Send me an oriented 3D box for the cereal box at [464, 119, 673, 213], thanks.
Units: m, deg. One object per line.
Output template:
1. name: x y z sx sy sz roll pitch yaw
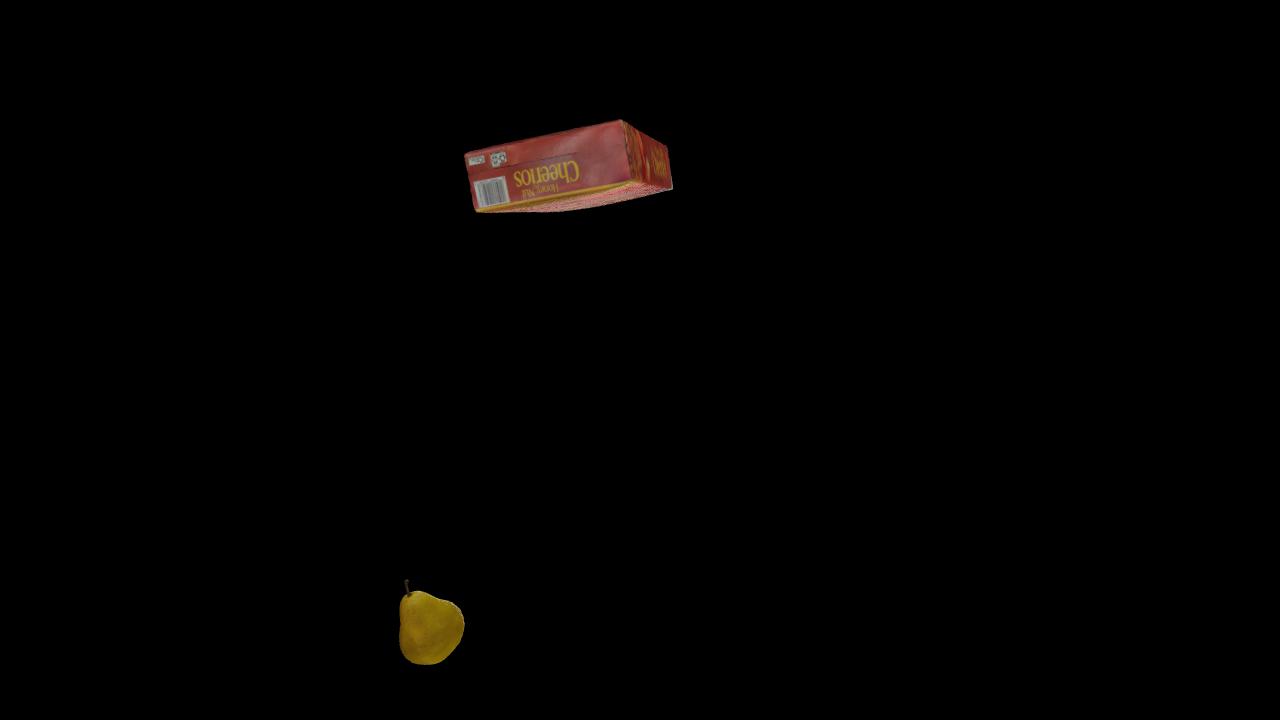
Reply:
1. cereal box: -0.077 -0.255 0.850 0.203 0.081 0.306 -7 11 13

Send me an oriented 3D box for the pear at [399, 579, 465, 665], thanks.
1. pear: -0.270 0.322 0.759 0.080 0.111 0.080 -21 31 13
